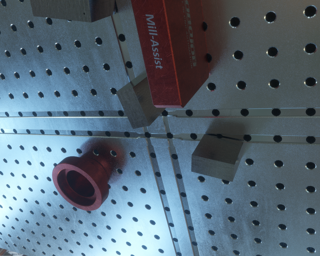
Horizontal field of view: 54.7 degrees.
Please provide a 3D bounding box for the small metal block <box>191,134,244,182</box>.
[{"bbox_3d":[0.071,0.035,0.379,0.050,0.050,0.025,12,123,21],"label":"small metal block"}]

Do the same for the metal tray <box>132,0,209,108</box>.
[{"bbox_3d":[0.014,-0.095,0.301,0.030,0.090,0.129,3,120,27],"label":"metal tray"}]

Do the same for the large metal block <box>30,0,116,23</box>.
[{"bbox_3d":[-0.100,-0.167,0.343,0.080,0.050,0.079,13,124,20],"label":"large metal block"}]

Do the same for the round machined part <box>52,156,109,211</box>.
[{"bbox_3d":[-0.127,0.088,0.519,0.098,0.042,0.097,13,124,20],"label":"round machined part"}]

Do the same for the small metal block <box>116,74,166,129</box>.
[{"bbox_3d":[-0.022,-0.034,0.384,0.025,0.050,0.050,-10,113,32],"label":"small metal block"}]
